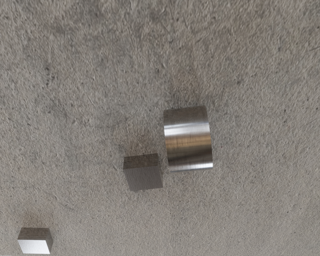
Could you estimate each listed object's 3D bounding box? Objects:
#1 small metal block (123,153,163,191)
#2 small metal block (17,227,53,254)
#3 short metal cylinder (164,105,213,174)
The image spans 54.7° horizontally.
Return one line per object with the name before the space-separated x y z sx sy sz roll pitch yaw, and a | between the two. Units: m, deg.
small metal block | -0.024 0.067 0.464 0.050 0.025 0.050 -7 130 5
small metal block | -0.235 0.214 0.586 0.050 0.025 0.050 2 130 -3
short metal cylinder | 0.035 0.014 0.384 0.050 0.080 0.080 -6 130 5
